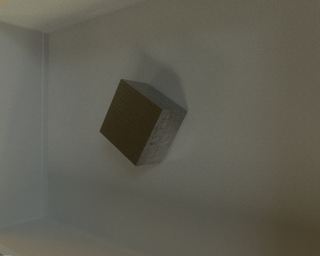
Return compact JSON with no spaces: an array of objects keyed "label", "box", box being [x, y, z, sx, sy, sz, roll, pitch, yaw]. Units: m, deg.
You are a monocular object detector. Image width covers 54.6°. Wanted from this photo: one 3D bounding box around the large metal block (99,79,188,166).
[{"label":"large metal block","box":[-0.024,-0.008,0.407,0.080,0.050,0.080,39,113,33]}]
